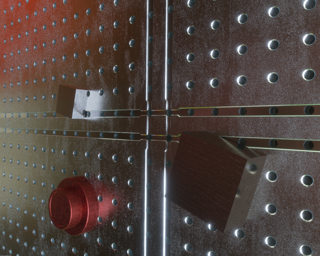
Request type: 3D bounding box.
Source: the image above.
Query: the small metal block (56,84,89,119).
[{"bbox_3d":[-0.152,-0.046,0.536,0.050,0.025,0.050,18,101,38],"label":"small metal block"}]

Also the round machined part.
[{"bbox_3d":[-0.152,0.133,0.524,0.098,0.042,0.097,0,90,40],"label":"round machined part"}]

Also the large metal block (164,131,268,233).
[{"bbox_3d":[0.060,0.054,0.344,0.080,0.050,0.079,23,105,37],"label":"large metal block"}]
